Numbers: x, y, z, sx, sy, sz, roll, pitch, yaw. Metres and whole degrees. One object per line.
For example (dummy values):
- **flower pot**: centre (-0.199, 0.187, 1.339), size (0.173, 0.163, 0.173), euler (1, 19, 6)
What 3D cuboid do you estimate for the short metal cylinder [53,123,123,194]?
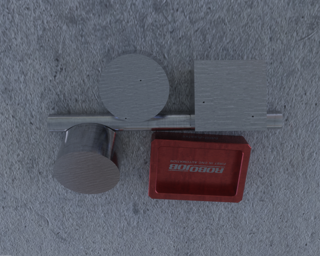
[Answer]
- **short metal cylinder**: centre (-0.090, 0.040, 0.399), size (0.081, 0.050, 0.079), euler (-1, 131, -1)

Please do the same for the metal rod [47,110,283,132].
- **metal rod**: centre (0.007, -0.009, 0.409), size (0.302, 0.025, 0.025), euler (-1, 110, 0)

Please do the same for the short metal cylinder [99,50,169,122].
- **short metal cylinder**: centre (-0.029, -0.053, 0.378), size (0.081, 0.050, 0.079), euler (0, 110, 0)

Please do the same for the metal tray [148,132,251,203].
- **metal tray**: centre (0.051, 0.055, 0.428), size (0.131, 0.030, 0.089), euler (3, 110, -2)

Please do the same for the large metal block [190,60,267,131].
- **large metal block**: centre (0.079, -0.036, 0.372), size (0.081, 0.050, 0.080), euler (-1, 89, 0)
